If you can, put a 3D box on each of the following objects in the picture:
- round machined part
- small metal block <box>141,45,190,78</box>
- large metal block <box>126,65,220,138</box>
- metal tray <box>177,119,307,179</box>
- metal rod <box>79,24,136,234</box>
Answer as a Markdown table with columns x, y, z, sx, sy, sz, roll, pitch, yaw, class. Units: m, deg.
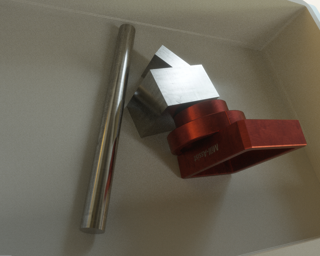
| x | y | z | sx | sy | sz | roll | pitch | yaw | class |
| --- | --- | --- | --- | --- | --- | --- | --- | --- | --- |
| 0.055 | -0.002 | 0.381 | 0.099 | 0.098 | 0.042 | -7 | 71 | -32 | round machined part |
| 0.008 | -0.082 | 0.445 | 0.050 | 0.050 | 0.025 | 36 | 51 | -5 | small metal block |
| 0.014 | -0.034 | 0.401 | 0.081 | 0.080 | 0.050 | -13 | 68 | -34 | large metal block |
| 0.091 | 0.028 | 0.371 | 0.091 | 0.129 | 0.030 | 0 | 69 | -29 | metal tray |
| -0.058 | -0.023 | 0.389 | 0.025 | 0.025 | 0.300 | 17 | 55 | -19 | metal rod |
